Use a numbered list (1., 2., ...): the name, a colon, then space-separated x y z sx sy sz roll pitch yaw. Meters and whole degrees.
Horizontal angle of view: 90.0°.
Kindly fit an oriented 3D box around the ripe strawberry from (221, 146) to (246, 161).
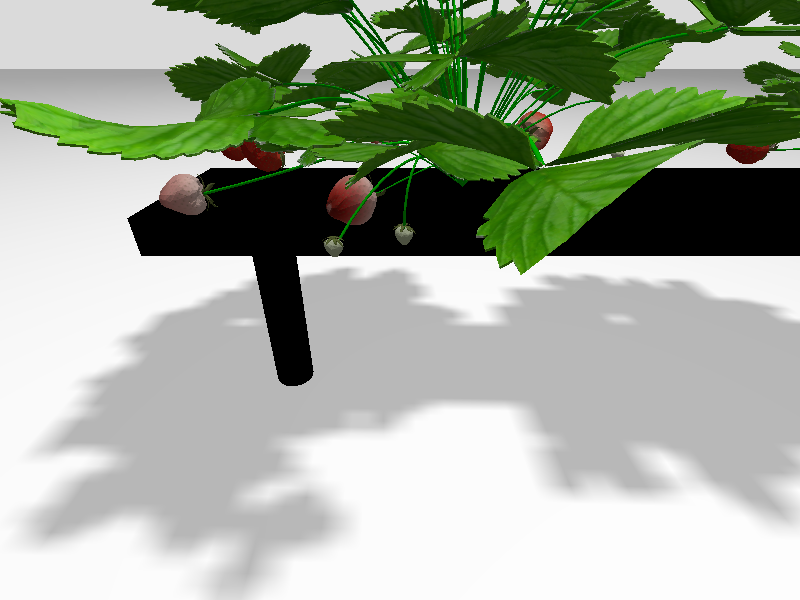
1. ripe strawberry: -0.175 -0.163 0.423 0.031 0.032 0.028 -19 19 33

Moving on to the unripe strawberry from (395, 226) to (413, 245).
1. unripe strawberry: 0.002 -0.037 0.230 0.010 0.011 0.011 11 33 18

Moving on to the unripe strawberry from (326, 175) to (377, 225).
1. unripe strawberry: -0.033 -0.065 0.263 0.032 0.034 0.035 26 41 36

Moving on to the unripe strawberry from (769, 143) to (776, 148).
1. unripe strawberry: 0.435 -0.190 0.475 0.020 0.022 0.021 -13 16 -21

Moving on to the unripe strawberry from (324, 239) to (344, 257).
1. unripe strawberry: -0.038 -0.030 0.228 0.011 0.011 0.010 19 36 28

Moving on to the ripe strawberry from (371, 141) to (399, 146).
1. ripe strawberry: -0.017 -0.182 0.453 0.035 0.030 0.035 -16 34 -24

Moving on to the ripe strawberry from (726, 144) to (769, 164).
1. ripe strawberry: 0.357 -0.156 0.412 0.034 0.029 0.034 16 35 25

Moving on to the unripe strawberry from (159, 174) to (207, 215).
1. unripe strawberry: -0.151 -0.072 0.277 0.029 0.028 0.031 -11 33 -17

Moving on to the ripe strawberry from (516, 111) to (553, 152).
1. ripe strawberry: 0.160 -0.199 0.473 0.042 0.044 0.046 19 36 28

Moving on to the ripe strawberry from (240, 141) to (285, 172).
1. ripe strawberry: -0.131 -0.147 0.385 0.041 0.043 0.038 8 32 14

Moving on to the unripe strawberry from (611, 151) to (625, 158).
1. unripe strawberry: 0.212 -0.141 0.389 0.010 0.011 0.011 -10 33 -17
